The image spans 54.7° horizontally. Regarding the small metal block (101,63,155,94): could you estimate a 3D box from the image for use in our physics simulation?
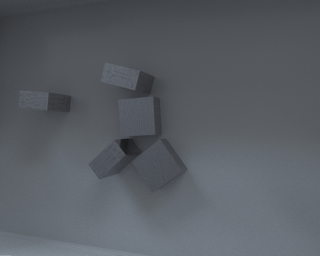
[{"bbox_3d":[-0.042,-0.065,0.412,0.050,0.050,0.025,16,96,19],"label":"small metal block"}]

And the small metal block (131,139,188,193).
[{"bbox_3d":[-0.001,0.049,0.411,0.050,0.025,0.050,-38,78,16],"label":"small metal block"}]

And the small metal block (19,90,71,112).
[{"bbox_3d":[-0.169,-0.039,0.457,0.050,0.050,0.025,6,92,20],"label":"small metal block"}]

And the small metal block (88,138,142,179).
[{"bbox_3d":[-0.059,0.040,0.418,0.050,0.050,0.025,-43,77,15],"label":"small metal block"}]

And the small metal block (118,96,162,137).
[{"bbox_3d":[-0.027,-0.015,0.420,0.050,0.025,0.050,-4,89,20],"label":"small metal block"}]
